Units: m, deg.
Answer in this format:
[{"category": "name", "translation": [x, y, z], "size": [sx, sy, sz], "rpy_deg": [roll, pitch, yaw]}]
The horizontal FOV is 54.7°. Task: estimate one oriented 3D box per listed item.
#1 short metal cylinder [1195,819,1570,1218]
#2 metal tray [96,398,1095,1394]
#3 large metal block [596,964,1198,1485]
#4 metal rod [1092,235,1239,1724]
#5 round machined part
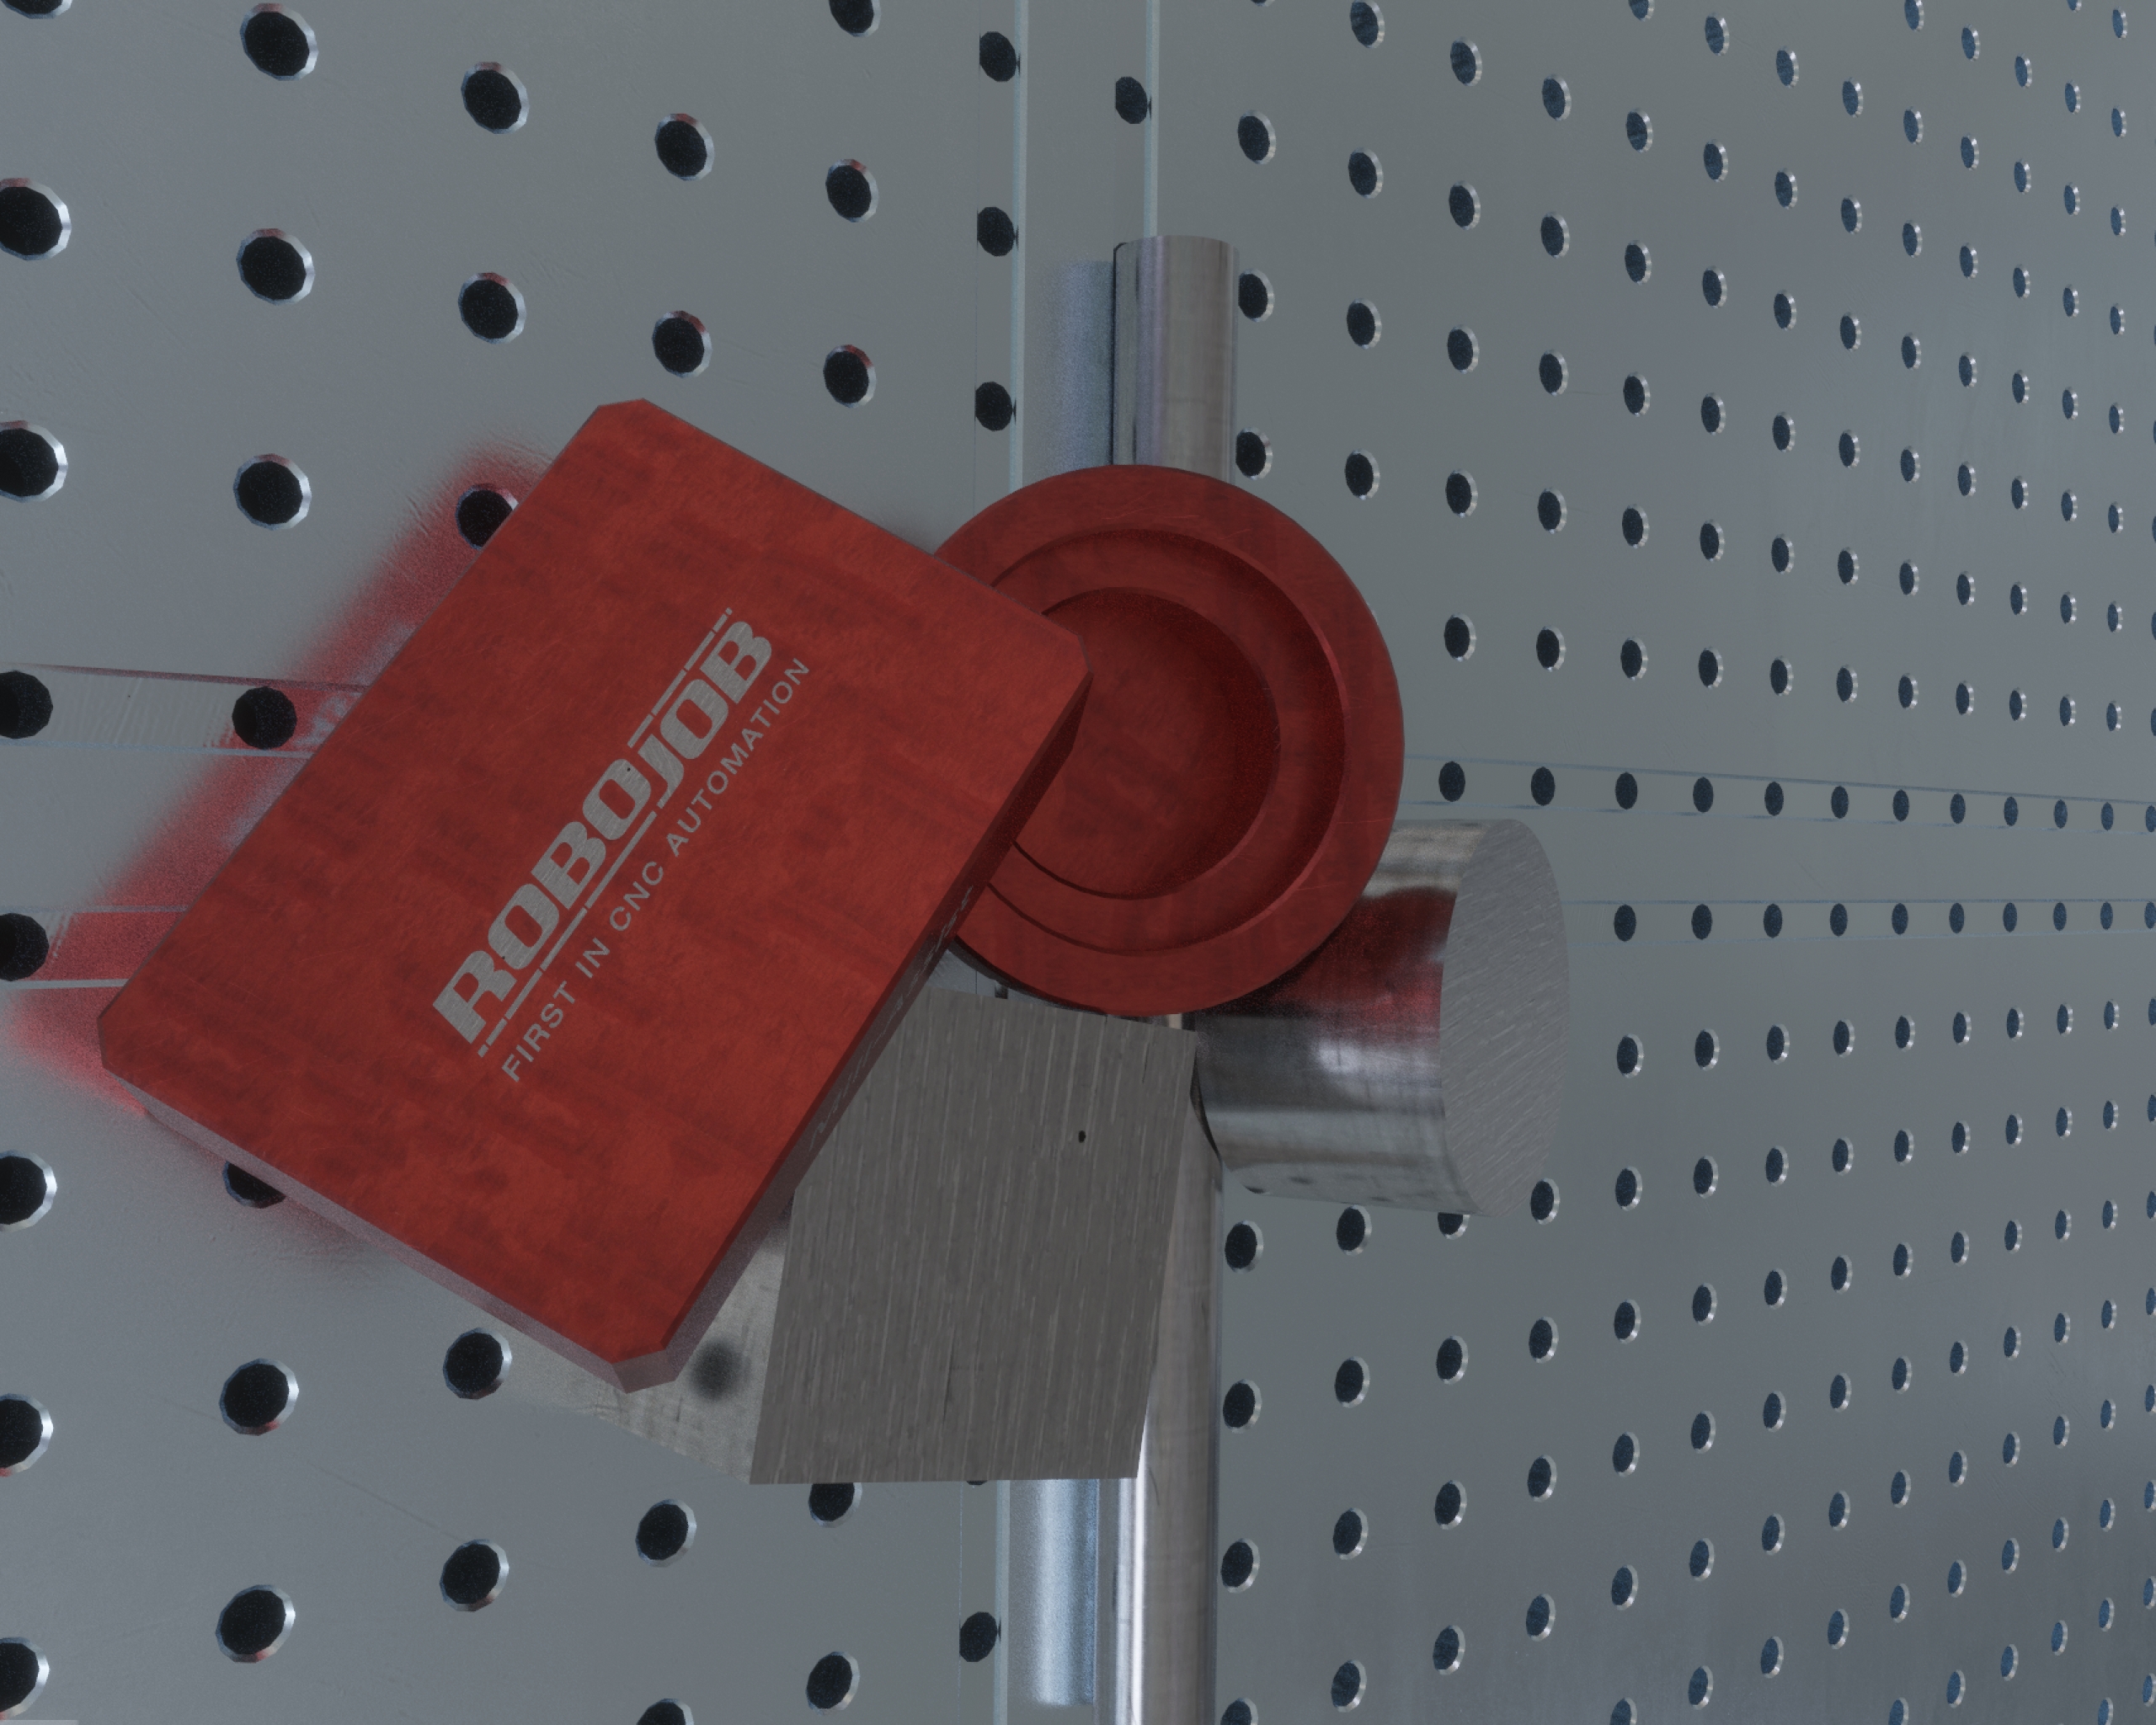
[{"category": "short metal cylinder", "translation": [0.065, 0.031, 0.430], "size": [0.080, 0.050, 0.079], "rpy_deg": [-1, 91, -60]}, {"category": "metal tray", "translation": [-0.067, 0.001, 0.317], "size": [0.090, 0.030, 0.130], "rpy_deg": [29, 67, 5]}, {"category": "large metal block", "translation": [-0.030, 0.063, 0.368], "size": [0.081, 0.050, 0.080], "rpy_deg": [13, 82, -39]}, {"category": "metal rod", "translation": [0.018, 0.025, 0.425], "size": [0.025, 0.025, 0.298], "rpy_deg": [2, 89, -40]}, {"category": "round machined part", "translation": [0.007, -0.021, 0.387], "size": [0.099, 0.042, 0.097], "rpy_deg": [0, 89, -15]}]
